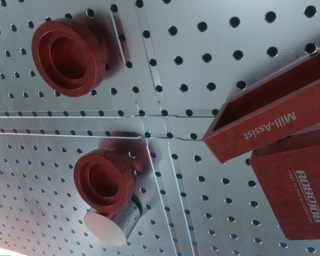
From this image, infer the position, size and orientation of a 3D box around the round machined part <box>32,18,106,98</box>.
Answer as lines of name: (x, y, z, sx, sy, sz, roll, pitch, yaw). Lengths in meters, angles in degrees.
round machined part: (-0.112, -0.092, 0.400, 0.098, 0.042, 0.097, 13, 124, 20)

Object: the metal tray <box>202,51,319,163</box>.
metal tray: (0.111, -0.023, 0.296, 0.130, 0.090, 0.030, -30, 102, 37)

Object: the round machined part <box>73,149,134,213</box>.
round machined part: (-0.082, 0.078, 0.482, 0.098, 0.042, 0.097, 8, 110, 24)

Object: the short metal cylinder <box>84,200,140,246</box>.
short metal cylinder: (-0.081, 0.153, 0.524, 0.080, 0.050, 0.079, 15, 131, 18)

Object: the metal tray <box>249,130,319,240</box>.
metal tray: (0.172, 0.071, 0.361, 0.090, 0.030, 0.130, -17, 110, 34)
